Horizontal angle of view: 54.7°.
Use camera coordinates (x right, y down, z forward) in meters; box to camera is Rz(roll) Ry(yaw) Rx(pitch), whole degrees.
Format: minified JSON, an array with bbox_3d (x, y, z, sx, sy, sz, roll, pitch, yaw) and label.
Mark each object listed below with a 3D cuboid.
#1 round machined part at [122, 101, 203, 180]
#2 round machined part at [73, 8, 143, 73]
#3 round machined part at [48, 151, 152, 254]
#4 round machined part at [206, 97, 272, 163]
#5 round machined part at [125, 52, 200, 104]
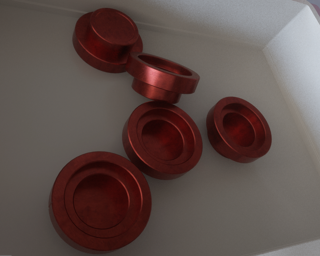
[{"bbox_3d":[0.000,0.018,0.383,0.099,0.042,0.098,13,56,-21],"label":"round machined part"},{"bbox_3d":[-0.069,-0.129,0.436,0.099,0.042,0.098,14,56,-21],"label":"round machined part"},{"bbox_3d":[-0.062,0.076,0.315,0.099,0.042,0.098,14,56,-21],"label":"round machined part"},{"bbox_3d":[0.109,0.006,0.449,0.099,0.042,0.098,14,56,-21],"label":"round machined part"},{"bbox_3d":[0.000,-0.065,0.415,0.099,0.042,0.098,17,21,-7],"label":"round machined part"}]
